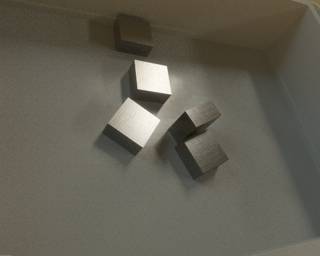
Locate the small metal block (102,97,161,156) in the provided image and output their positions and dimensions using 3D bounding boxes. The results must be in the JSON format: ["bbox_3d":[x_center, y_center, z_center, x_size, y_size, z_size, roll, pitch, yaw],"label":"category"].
[{"bbox_3d":[-0.035,-0.002,0.388,0.050,0.025,0.050,35,51,-5],"label":"small metal block"}]

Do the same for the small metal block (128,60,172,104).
[{"bbox_3d":[-0.015,-0.064,0.437,0.050,0.025,0.050,6,59,-25],"label":"small metal block"}]

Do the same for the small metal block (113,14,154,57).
[{"bbox_3d":[-0.041,-0.139,0.468,0.050,0.025,0.050,5,59,-26],"label":"small metal block"}]

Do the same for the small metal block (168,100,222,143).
[{"bbox_3d":[0.046,-0.008,0.419,0.050,0.050,0.025,-24,75,-36],"label":"small metal block"}]

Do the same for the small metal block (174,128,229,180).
[{"bbox_3d":[0.056,0.034,0.414,0.050,0.025,0.050,-21,73,-36],"label":"small metal block"}]
